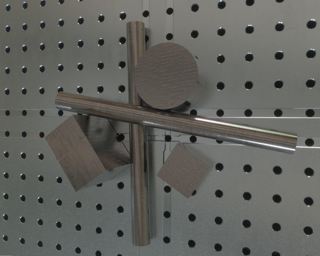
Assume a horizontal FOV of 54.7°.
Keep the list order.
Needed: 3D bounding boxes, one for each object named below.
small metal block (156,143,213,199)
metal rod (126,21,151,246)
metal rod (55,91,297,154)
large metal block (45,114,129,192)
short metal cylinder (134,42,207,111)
[{"bbox_3d":[0.032,0.054,0.401,0.050,0.025,0.050,35,101,16],"label":"small metal block"},{"bbox_3d":[-0.029,0.007,0.422,0.025,0.025,0.298,-2,89,19],"label":"metal rod"},{"bbox_3d":[0.010,-0.009,0.388,0.301,0.025,0.025,11,94,11],"label":"metal rod"},{"bbox_3d":[-0.090,0.030,0.413,0.050,0.080,0.080,-36,79,16],"label":"large metal block"},{"bbox_3d":[0.015,-0.062,0.393,0.080,0.050,0.079,0,90,19],"label":"short metal cylinder"}]
